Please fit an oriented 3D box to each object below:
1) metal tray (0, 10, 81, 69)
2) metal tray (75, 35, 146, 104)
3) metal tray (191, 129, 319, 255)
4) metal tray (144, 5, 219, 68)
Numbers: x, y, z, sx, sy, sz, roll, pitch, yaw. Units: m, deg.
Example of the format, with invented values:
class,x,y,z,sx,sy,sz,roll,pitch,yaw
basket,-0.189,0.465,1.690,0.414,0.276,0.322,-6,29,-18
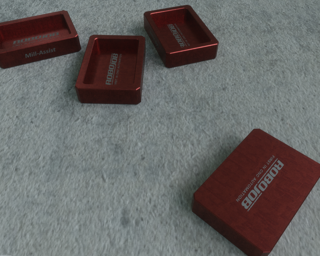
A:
class,x,y,z,sx,sy,sz,roll,pitch,yaw
metal tray,-0.210,-0.153,0.525,0.131,0.030,0.090,-18,52,-15
metal tray,-0.071,-0.093,0.477,0.091,0.030,0.130,1,50,1
metal tray,0.109,0.067,0.345,0.090,0.030,0.131,35,58,25
metal tray,0.033,-0.162,0.536,0.091,0.030,0.130,-14,52,-12
